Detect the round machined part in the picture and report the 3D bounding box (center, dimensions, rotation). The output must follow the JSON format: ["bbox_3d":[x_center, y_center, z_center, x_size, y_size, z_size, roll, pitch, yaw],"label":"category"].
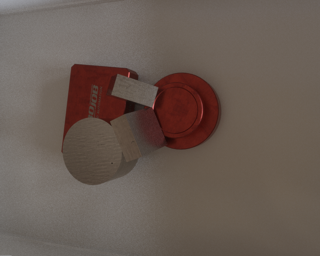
[{"bbox_3d":[0.025,-0.021,0.390,0.098,0.042,0.097,0,90,19],"label":"round machined part"}]

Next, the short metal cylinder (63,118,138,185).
[{"bbox_3d":[-0.073,0.027,0.388,0.080,0.050,0.079,0,90,19],"label":"short metal cylinder"}]

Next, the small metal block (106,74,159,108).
[{"bbox_3d":[-0.036,-0.045,0.380,0.050,0.050,0.025,16,90,-18],"label":"small metal block"}]

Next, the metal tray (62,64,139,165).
[{"bbox_3d":[-0.084,-0.020,0.432,0.090,0.030,0.129,8,93,19],"label":"metal tray"}]

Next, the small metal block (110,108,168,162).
[{"bbox_3d":[-0.024,0.006,0.361,0.025,0.050,0.050,-23,89,37],"label":"small metal block"}]
